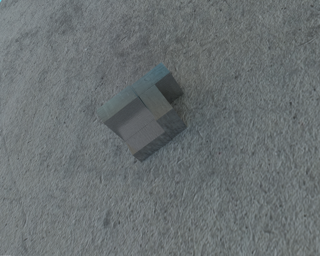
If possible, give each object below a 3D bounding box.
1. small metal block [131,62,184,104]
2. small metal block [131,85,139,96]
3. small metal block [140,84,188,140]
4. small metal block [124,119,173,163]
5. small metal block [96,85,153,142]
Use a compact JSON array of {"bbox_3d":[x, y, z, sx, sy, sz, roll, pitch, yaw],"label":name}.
[{"bbox_3d":[-0.002,-0.052,0.421,0.050,0.050,0.025,-37,51,3],"label":"small metal block"},{"bbox_3d":[-0.042,-0.022,0.423,0.050,0.050,0.025,-37,51,3],"label":"small metal block"},{"bbox_3d":[0.005,-0.020,0.398,0.025,0.050,0.050,-37,51,3],"label":"small metal block"},{"bbox_3d":[-0.020,0.009,0.409,0.050,0.025,0.050,-36,51,3],"label":"small metal block"},{"bbox_3d":[-0.042,-0.017,0.388,0.050,0.050,0.025,-37,51,3],"label":"small metal block"}]
